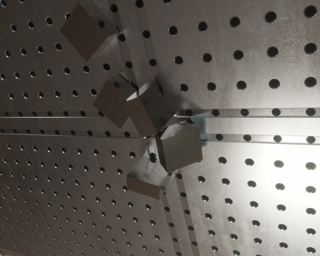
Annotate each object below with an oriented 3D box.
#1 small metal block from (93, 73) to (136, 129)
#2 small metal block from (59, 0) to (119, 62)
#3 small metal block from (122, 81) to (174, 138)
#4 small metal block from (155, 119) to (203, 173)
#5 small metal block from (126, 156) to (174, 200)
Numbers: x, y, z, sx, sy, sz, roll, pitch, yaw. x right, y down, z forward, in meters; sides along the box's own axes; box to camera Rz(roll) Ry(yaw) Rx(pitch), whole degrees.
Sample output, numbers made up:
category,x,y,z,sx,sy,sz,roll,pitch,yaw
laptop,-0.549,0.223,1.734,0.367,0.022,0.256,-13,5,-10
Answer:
category,x,y,z,sx,sy,sz,roll,pitch,yaw
small metal block,-0.055,-0.035,0.415,0.050,0.025,0.050,42,131,1
small metal block,-0.087,-0.119,0.382,0.050,0.025,0.050,49,128,-7
small metal block,-0.014,-0.023,0.386,0.025,0.050,0.050,-16,110,34
small metal block,0.024,0.022,0.392,0.025,0.050,0.050,-133,28,-56
small metal block,-0.013,0.070,0.444,0.050,0.050,0.025,14,124,20
